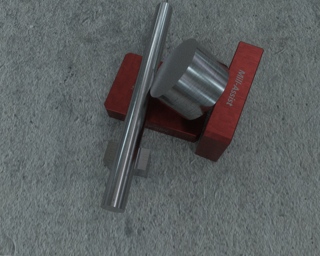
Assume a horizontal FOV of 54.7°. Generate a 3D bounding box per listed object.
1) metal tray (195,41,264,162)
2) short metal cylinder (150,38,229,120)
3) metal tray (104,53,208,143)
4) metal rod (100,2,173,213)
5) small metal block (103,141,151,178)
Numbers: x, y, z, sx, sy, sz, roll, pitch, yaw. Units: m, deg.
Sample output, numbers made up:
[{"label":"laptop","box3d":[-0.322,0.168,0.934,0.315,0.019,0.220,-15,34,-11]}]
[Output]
[{"label":"metal tray","box3d":[0.085,-0.030,0.387,0.030,0.090,0.130,22,71,7]},{"label":"short metal cylinder","box3d":[0.033,-0.056,0.362,0.050,0.080,0.080,33,70,-24]},{"label":"metal tray","box3d":[0.002,-0.042,0.422,0.131,0.030,0.090,17,71,6]},{"label":"metal rod","box3d":[-0.021,-0.046,0.385,0.025,0.025,0.300,10,61,3]},{"label":"small metal block","box3d":[-0.038,0.040,0.381,0.050,0.050,0.025,12,71,4]}]
